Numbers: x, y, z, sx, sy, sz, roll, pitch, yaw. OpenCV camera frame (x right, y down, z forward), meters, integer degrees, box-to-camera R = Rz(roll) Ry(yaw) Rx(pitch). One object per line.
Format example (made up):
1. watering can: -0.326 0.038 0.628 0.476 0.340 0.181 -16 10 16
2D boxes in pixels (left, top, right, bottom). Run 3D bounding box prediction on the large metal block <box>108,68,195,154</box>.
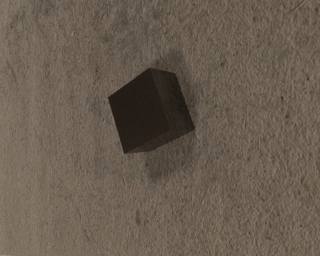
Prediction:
1. large metal block: -0.013 -0.019 0.397 0.080 0.050 0.080 -28 72 36
